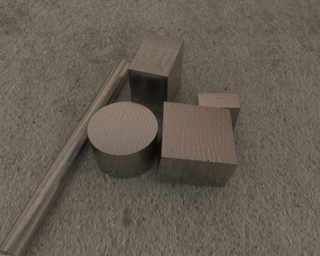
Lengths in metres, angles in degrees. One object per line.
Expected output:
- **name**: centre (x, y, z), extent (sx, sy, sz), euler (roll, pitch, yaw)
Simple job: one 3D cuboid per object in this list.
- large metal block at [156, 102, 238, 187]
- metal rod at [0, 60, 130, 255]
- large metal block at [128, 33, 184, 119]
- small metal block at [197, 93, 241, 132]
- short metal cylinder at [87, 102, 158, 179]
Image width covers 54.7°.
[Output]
- **large metal block**: centre (0.040, 0.019, 0.366), extent (0.081, 0.050, 0.080), euler (6, 50, -4)
- **metal rod**: centre (-0.101, 0.013, 0.391), extent (0.025, 0.025, 0.300), euler (13, 51, 11)
- **large metal block**: centre (-0.003, -0.070, 0.427), extent (0.050, 0.080, 0.080), euler (13, 51, 10)
- **small metal block**: centre (0.073, -0.018, 0.403), extent (0.050, 0.050, 0.025), euler (0, 50, 0)
- **short metal cylinder**: centre (-0.043, 0.014, 0.375), extent (0.080, 0.050, 0.080), euler (0, 50, 0)
